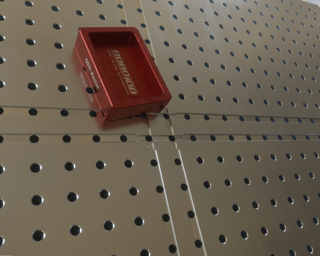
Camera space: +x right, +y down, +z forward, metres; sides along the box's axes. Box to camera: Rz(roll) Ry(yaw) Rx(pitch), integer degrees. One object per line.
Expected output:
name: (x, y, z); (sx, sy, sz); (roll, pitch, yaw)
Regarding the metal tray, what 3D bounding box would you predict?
metal tray: (-0.051, -0.079, 0.425); (0.091, 0.030, 0.130); (-13, 69, -33)
